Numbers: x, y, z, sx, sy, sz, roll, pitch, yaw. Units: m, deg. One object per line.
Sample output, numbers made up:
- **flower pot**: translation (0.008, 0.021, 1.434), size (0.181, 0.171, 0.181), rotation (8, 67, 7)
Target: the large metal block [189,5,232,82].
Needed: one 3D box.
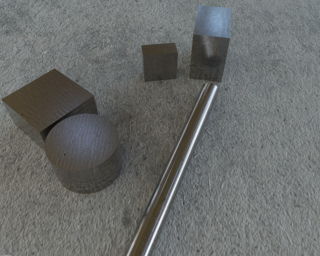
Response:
- **large metal block**: translation (0.077, -0.130, 0.477), size (0.050, 0.080, 0.080), rotation (8, 51, 6)

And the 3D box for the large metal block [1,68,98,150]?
- **large metal block**: translation (-0.140, -0.022, 0.405), size (0.080, 0.050, 0.080), rotation (34, 58, 25)

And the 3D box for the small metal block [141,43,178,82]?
- **small metal block**: translation (-0.001, -0.099, 0.471), size (0.050, 0.050, 0.025), rotation (-6, 51, -5)

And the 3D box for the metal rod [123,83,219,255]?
- **metal rod**: translation (0.017, 0.051, 0.360), size (0.025, 0.025, 0.301), rotation (17, 52, 14)

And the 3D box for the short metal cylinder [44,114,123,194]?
- **short metal cylinder**: translation (-0.086, 0.029, 0.362), size (0.081, 0.050, 0.080), rotation (0, 50, 0)
